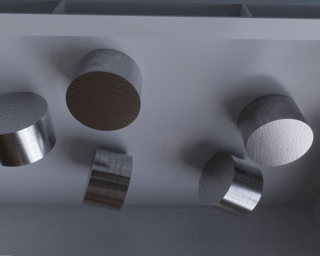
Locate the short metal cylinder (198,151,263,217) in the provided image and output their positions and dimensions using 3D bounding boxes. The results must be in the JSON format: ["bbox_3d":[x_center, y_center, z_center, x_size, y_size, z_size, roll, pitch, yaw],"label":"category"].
[{"bbox_3d":[0.099,0.080,0.443,0.050,0.080,0.080,24,126,-20],"label":"short metal cylinder"}]

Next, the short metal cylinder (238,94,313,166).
[{"bbox_3d":[0.146,0.004,0.398,0.081,0.050,0.079,0,130,0],"label":"short metal cylinder"}]

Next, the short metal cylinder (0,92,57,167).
[{"bbox_3d":[-0.171,0.000,0.370,0.081,0.080,0.050,0,130,-1],"label":"short metal cylinder"}]

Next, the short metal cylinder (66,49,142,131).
[{"bbox_3d":[-0.061,-0.043,0.355,0.081,0.050,0.079,0,130,0],"label":"short metal cylinder"}]

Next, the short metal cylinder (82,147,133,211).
[{"bbox_3d":[-0.074,0.071,0.433,0.050,0.080,0.079,15,128,-13],"label":"short metal cylinder"}]
